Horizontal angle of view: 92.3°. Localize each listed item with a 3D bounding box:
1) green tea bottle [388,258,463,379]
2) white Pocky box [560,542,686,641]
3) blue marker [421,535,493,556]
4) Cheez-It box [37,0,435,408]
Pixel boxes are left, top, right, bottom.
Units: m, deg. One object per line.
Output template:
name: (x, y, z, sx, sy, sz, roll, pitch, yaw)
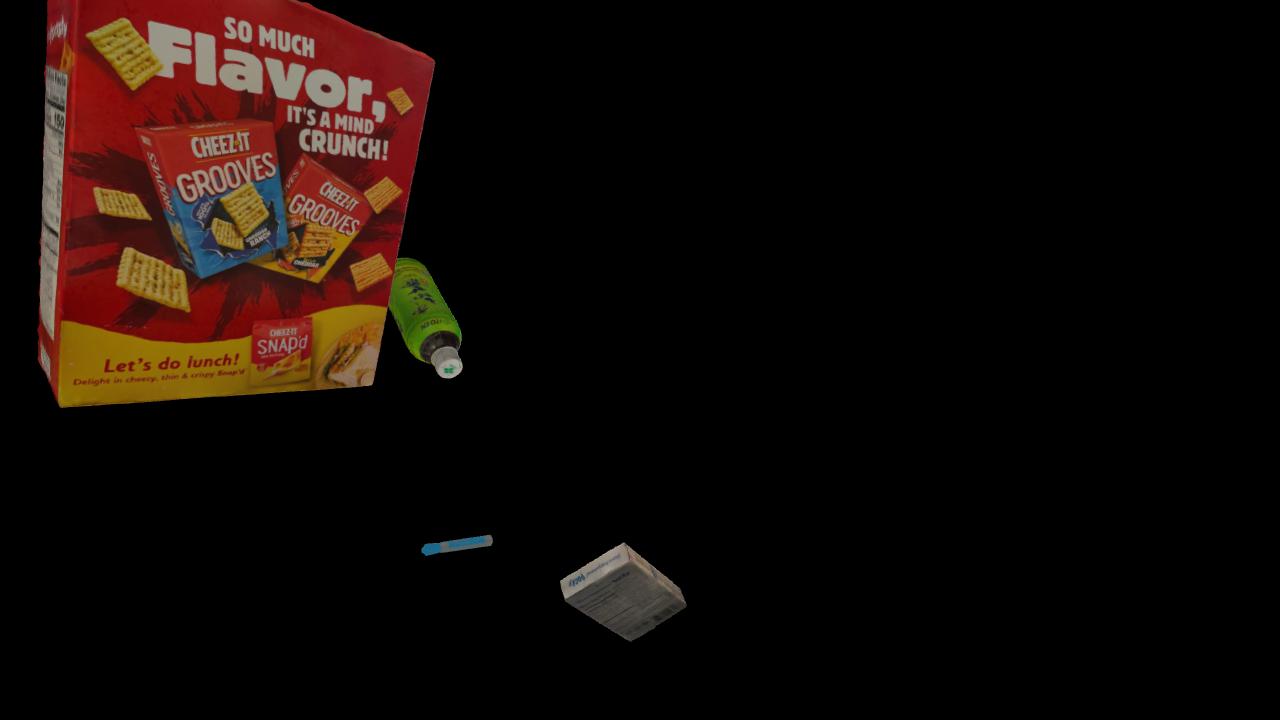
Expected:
green tea bottle: (-0.277, -0.053, 0.796, 0.073, 0.073, 0.212, 0, 36, -42)
white Pocky box: (-0.014, 0.261, 0.682, 0.084, 0.028, 0.154, -33, -47, 4)
blue marker: (-0.302, 0.307, 1.020, 0.121, 0.020, 0.020, 5, -4, -43)
Cheez-It box: (-0.226, -0.091, 0.352, 0.071, 0.223, 0.166, 27, 18, 34)
